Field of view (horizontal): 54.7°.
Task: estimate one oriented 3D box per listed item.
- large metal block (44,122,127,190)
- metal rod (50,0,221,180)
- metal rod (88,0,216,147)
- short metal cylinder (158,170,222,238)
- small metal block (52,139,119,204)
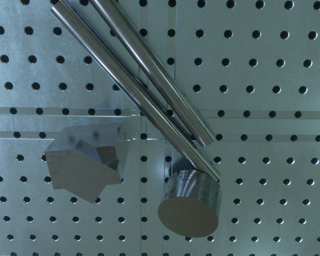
[{"bbox_3d":[-0.088,0.032,0.395,0.080,0.080,0.050,-5,110,2],"label":"large metal block"},{"bbox_3d":[-0.021,-0.036,0.399,0.025,0.025,0.300,-39,106,13],"label":"metal rod"},{"bbox_3d":[-0.024,-0.095,0.378,0.025,0.025,0.300,-35,107,12],"label":"metal rod"},{"bbox_3d":[0.042,0.104,0.425,0.080,0.050,0.079,8,126,12],"label":"short metal cylinder"},{"bbox_3d":[-0.082,0.048,0.345,0.050,0.025,0.050,32,107,-11],"label":"small metal block"}]
